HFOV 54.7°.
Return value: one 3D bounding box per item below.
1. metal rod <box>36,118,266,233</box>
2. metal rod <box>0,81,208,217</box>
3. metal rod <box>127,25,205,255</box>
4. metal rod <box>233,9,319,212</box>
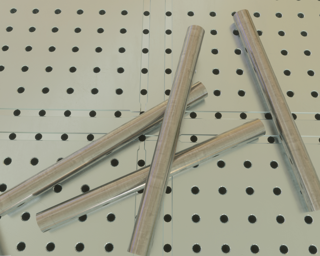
[{"bbox_3d":[-0.004,0.056,0.391,0.302,0.025,0.025,-23,72,-9],"label":"metal rod"},{"bbox_3d":[-0.068,0.021,0.403,0.301,0.025,0.025,-30,73,-11],"label":"metal rod"},{"bbox_3d":[0.014,0.000,0.384,0.025,0.025,0.299,14,70,4],"label":"metal rod"},{"bbox_3d":[0.160,-0.037,0.427,0.025,0.025,0.299,-13,71,-5],"label":"metal rod"}]
